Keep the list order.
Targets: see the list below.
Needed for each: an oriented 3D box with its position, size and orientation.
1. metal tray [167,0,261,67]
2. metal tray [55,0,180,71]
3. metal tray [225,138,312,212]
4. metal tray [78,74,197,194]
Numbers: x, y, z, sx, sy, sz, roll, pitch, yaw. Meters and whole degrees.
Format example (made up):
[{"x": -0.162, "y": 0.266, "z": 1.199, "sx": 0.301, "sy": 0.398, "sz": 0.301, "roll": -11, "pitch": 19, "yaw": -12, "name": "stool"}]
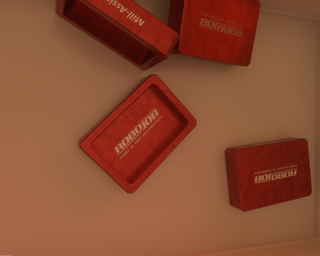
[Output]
[{"x": 0.072, "y": -0.134, "z": 0.407, "sx": 0.131, "sy": 0.030, "sz": 0.089, "roll": 1, "pitch": 102, "yaw": -35, "name": "metal tray"}, {"x": -0.052, "y": -0.120, "z": 0.356, "sx": 0.131, "sy": 0.090, "sz": 0.030, "roll": 31, "pitch": 80, "yaw": -18, "name": "metal tray"}, {"x": 0.166, "y": 0.067, "z": 0.469, "sx": 0.131, "sy": 0.030, "sz": 0.089, "roll": -7, "pitch": 93, "yaw": -20, "name": "metal tray"}, {"x": -0.027, "y": 0.006, "z": 0.397, "sx": 0.130, "sy": 0.030, "sz": 0.090, "roll": -46, "pitch": 105, "yaw": -14, "name": "metal tray"}]
